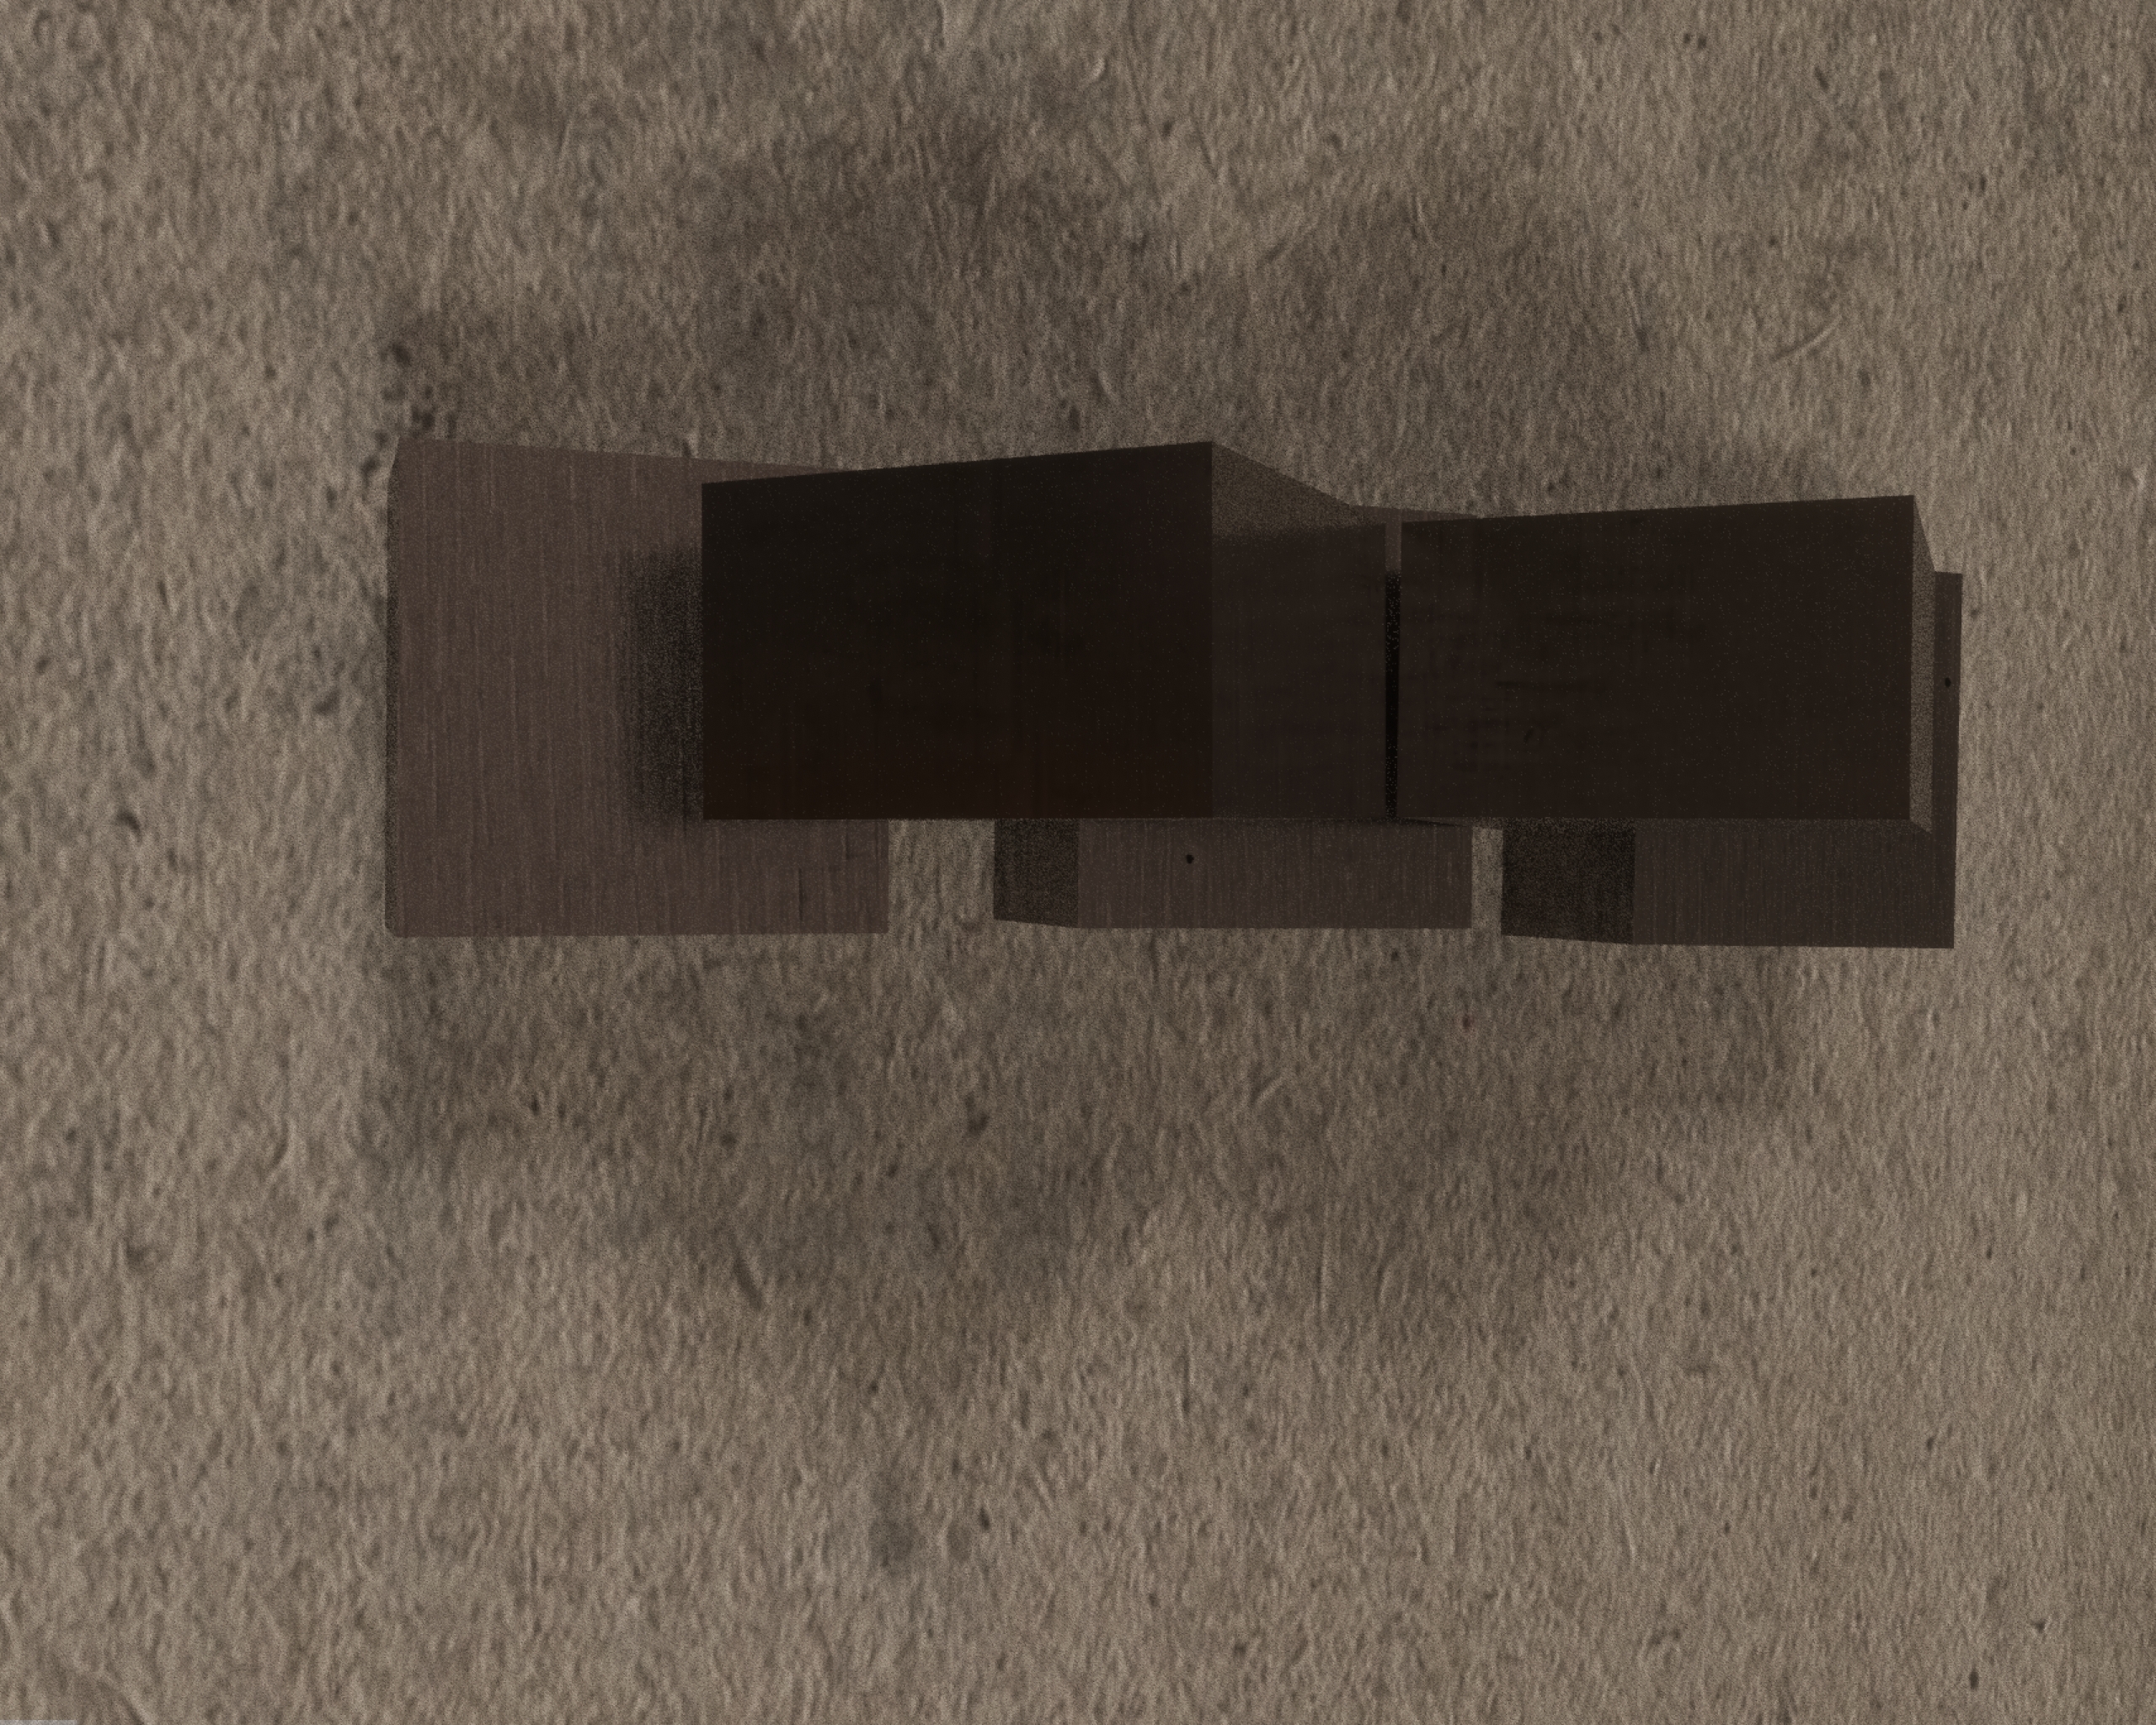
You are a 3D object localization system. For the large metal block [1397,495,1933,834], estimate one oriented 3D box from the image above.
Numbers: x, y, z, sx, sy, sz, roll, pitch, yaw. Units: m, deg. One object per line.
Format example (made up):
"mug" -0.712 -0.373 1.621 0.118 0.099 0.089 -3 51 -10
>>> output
"large metal block" 0.107 -0.031 0.371 0.080 0.080 0.050 1 89 24

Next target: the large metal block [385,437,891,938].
"large metal block" -0.079 -0.028 0.369 0.081 0.050 0.079 0 90 -21

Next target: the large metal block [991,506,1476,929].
"large metal block" 0.030 -0.028 0.409 0.081 0.050 0.079 1 90 -21

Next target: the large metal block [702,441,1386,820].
"large metal block" -0.002 -0.032 0.328 0.080 0.080 0.050 -2 92 -66

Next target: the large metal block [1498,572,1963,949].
"large metal block" 0.140 -0.023 0.451 0.081 0.050 0.079 2 90 -21
